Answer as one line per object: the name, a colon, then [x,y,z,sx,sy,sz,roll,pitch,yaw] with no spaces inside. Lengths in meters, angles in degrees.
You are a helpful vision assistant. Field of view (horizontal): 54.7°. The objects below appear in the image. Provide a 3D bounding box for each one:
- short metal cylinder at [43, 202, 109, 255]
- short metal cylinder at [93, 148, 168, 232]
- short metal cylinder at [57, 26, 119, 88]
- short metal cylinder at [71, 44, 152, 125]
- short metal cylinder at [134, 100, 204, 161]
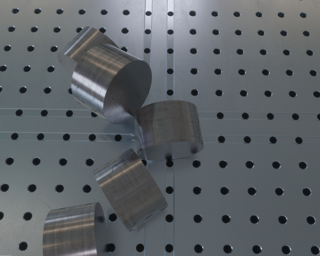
short metal cylinder: [-0.088,0.125,0.336,0.050,0.080,0.080,-9,70,-3]
short metal cylinder: [-0.034,0.070,0.356,0.050,0.080,0.080,-32,73,-11]
short metal cylinder: [-0.088,-0.087,0.413,0.080,0.080,0.050,35,74,11]
short metal cylinder: [-0.054,-0.051,0.361,0.050,0.080,0.080,31,72,25]
short metal cylinder: [0.010,0.005,0.380,0.081,0.080,0.050,-7,71,-3]
